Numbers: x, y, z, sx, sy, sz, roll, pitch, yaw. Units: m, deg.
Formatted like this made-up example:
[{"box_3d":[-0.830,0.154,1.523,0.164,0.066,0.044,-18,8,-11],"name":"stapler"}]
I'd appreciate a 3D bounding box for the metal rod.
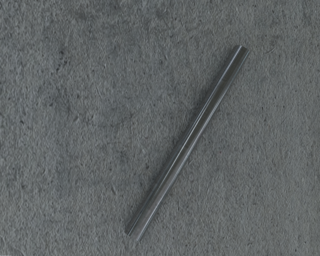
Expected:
[{"box_3d":[0.042,0.013,0.424,0.025,0.025,0.300,35,79,-17],"name":"metal rod"}]
